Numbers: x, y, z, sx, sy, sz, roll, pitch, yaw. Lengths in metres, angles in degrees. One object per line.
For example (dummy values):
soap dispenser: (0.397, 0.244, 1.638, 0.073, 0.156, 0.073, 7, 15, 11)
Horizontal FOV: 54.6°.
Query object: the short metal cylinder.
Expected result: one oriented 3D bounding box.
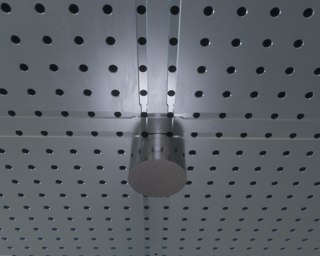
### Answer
short metal cylinder: (-0.003, 0.054, 0.441, 0.080, 0.050, 0.080, 0, 130, 0)
